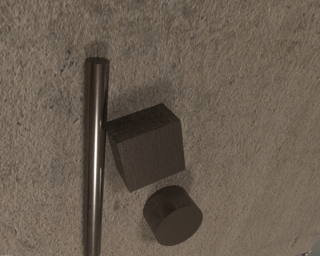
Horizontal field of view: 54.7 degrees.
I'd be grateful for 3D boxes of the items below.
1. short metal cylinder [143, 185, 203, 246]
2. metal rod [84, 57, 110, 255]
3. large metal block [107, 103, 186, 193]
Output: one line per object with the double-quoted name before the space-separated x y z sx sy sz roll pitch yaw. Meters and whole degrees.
"short metal cylinder" 0.020 0.138 0.489 0.081 0.050 0.079 -14 125 -21
"metal rod" -0.084 0.058 0.397 0.025 0.025 0.298 -7 122 -25
"large metal block" -0.017 0.025 0.398 0.081 0.050 0.079 -20 127 -17
